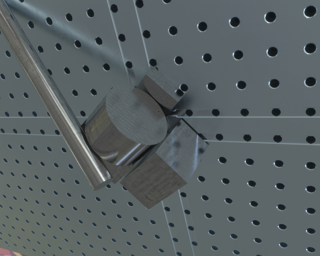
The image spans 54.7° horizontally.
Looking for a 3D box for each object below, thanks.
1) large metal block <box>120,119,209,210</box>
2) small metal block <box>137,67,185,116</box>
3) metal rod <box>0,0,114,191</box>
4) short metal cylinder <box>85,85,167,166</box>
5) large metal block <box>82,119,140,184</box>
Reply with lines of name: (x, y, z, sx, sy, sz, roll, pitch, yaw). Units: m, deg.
large metal block: (0.007, 0.046, 0.397, 0.050, 0.080, 0.080, 44, 129, -3)
small metal block: (-0.005, -0.038, 0.390, 0.050, 0.025, 0.050, 41, 129, -1)
metal rod: (-0.145, -0.056, 0.383, 0.299, 0.025, 0.025, 55, 131, 16)
short metal cylinder: (-0.039, -0.003, 0.360, 0.080, 0.080, 0.050, 45, 129, -4)
large metal block: (-0.056, 0.013, 0.413, 0.080, 0.080, 0.050, 44, 129, -3)
